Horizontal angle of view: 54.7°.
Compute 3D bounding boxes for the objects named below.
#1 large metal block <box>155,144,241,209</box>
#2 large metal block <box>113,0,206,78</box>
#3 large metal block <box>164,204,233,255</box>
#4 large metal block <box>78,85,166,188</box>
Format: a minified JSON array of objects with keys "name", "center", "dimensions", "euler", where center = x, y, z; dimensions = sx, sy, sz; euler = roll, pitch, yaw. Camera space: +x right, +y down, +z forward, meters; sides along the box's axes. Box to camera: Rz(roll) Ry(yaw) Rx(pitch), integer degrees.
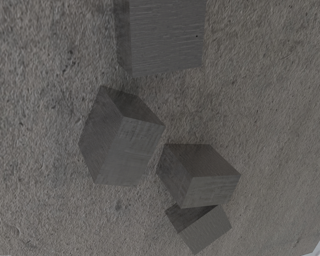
[{"name":"large metal block","center":[0.052,0.065,0.439],"dimensions":[0.081,0.080,0.050],"euler":[3,117,-30]},{"name":"large metal block","center":[-0.001,-0.105,0.325],"dimensions":[0.081,0.050,0.079],"euler":[-13,124,-21]},{"name":"large metal block","center":[0.066,0.155,0.522],"dimensions":[0.080,0.050,0.080],"euler":[-34,129,-6]},{"name":"large metal block","center":[-0.047,0.009,0.351],"dimensions":[0.050,0.080,0.080],"euler":[13,112,-34]}]
